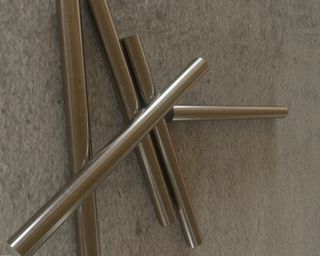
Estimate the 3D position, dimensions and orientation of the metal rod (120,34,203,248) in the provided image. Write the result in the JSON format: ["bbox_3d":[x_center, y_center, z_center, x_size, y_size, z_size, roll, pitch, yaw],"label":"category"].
[{"bbox_3d":[0.006,0.028,0.411,0.025,0.025,0.298,-29,108,-37],"label":"metal rod"}]

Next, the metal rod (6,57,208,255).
[{"bbox_3d":[-0.035,0.011,0.343,0.301,0.025,0.025,-47,118,-30],"label":"metal rod"}]

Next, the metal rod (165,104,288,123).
[{"bbox_3d":[0.126,-0.025,0.512,0.302,0.025,0.025,-3,92,-40],"label":"metal rod"}]

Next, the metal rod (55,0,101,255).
[{"bbox_3d":[-0.087,0.011,0.333,0.025,0.025,0.298,-7,95,-40],"label":"metal rod"}]

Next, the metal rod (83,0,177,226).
[{"bbox_3d":[-0.032,-0.014,0.379,0.025,0.025,0.298,-28,108,-37],"label":"metal rod"}]
